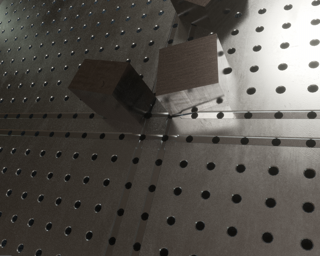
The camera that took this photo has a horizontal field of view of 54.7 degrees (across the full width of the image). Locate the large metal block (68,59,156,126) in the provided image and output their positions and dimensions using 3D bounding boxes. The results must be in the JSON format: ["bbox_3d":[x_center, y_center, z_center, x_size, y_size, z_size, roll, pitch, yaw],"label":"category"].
[{"bbox_3d":[-0.065,-0.050,0.436,0.080,0.080,0.050,12,68,33],"label":"large metal block"}]

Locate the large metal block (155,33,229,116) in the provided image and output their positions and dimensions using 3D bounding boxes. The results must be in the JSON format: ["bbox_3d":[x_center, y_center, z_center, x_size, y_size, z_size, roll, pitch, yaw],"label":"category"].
[{"bbox_3d":[0.044,-0.069,0.410,0.080,0.050,0.080,-10,58,22],"label":"large metal block"}]

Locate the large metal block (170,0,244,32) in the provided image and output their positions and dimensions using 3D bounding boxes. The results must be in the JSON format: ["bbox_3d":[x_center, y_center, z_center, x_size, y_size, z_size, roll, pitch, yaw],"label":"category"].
[{"bbox_3d":[0.074,-0.205,0.478,0.080,0.050,0.080,-48,52,-6],"label":"large metal block"}]
